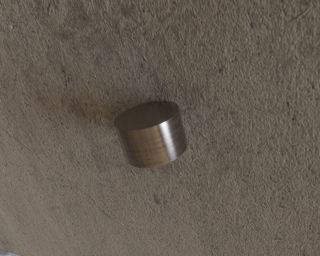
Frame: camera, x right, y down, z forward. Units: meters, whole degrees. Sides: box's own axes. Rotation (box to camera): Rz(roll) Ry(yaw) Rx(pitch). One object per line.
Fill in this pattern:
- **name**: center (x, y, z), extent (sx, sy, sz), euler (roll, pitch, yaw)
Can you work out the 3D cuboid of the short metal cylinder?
- **short metal cylinder**: center (-0.011, 0.006, 0.381), extent (0.080, 0.080, 0.050), euler (-1, 118, 28)
